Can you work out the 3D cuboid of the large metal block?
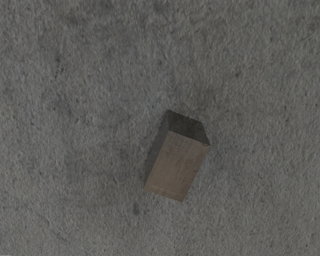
[{"bbox_3d":[0.018,0.032,0.392,0.050,0.080,0.080,21,109,-7],"label":"large metal block"}]
